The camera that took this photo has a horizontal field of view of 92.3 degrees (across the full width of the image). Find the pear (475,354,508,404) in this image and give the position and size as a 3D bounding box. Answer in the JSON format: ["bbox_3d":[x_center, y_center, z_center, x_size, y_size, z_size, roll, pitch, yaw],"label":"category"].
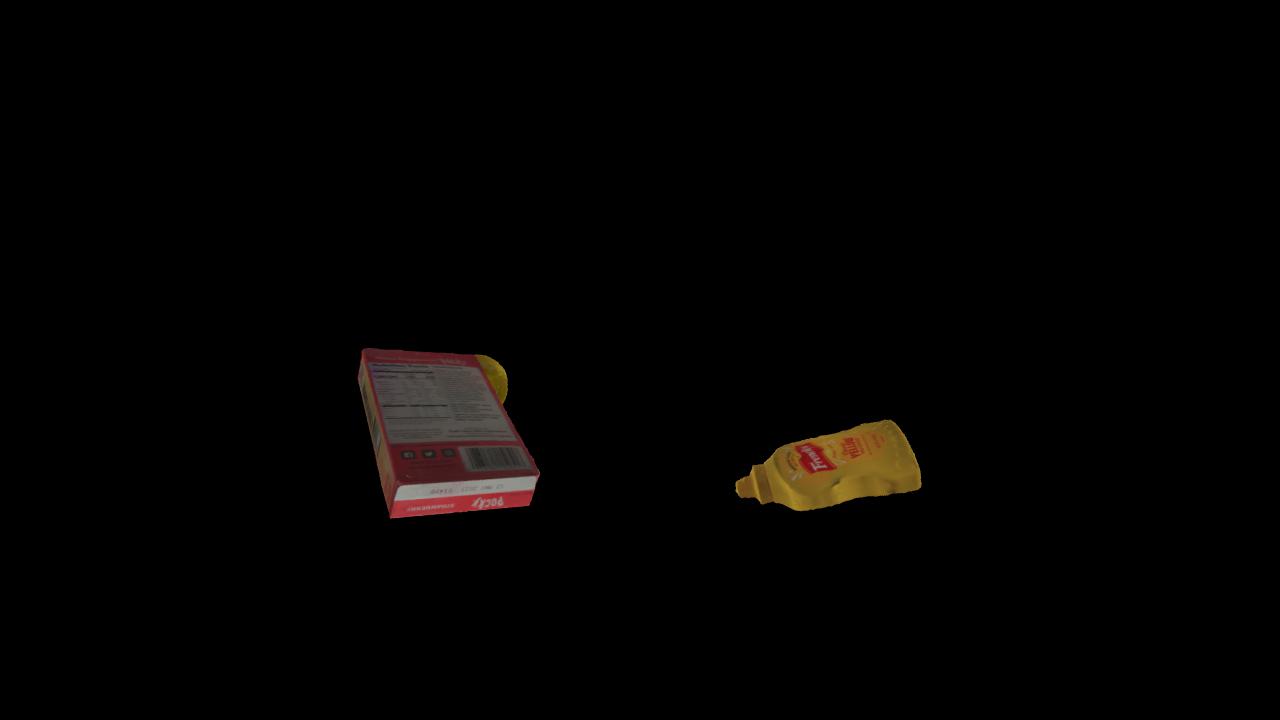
[{"bbox_3d":[-0.222,0.028,0.765,0.111,0.080,0.080,14,3,13],"label":"pear"}]

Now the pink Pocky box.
[{"bbox_3d":[-0.132,0.041,0.407,0.084,0.029,0.155,4,27,-34],"label":"pink Pocky box"}]

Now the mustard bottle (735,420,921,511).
[{"bbox_3d":[0.192,0.120,0.658,0.184,0.054,0.092,-14,35,9],"label":"mustard bottle"}]
